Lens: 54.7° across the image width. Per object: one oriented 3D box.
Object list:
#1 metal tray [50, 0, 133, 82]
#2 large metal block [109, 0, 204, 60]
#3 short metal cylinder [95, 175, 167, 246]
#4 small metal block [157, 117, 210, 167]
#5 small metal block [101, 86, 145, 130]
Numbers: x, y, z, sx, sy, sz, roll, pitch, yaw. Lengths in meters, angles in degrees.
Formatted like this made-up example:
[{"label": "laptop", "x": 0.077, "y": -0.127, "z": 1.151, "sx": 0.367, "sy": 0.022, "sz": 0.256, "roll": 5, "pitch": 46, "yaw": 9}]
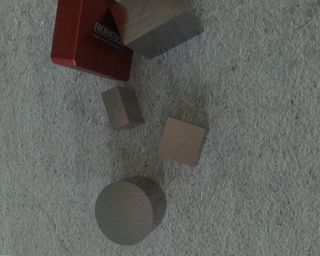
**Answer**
[{"label": "metal tray", "x": -0.073, "y": -0.111, "z": 0.379, "sx": 0.030, "sy": 0.130, "sz": 0.089, "roll": 10, "pitch": 94, "yaw": 20}, {"label": "large metal block", "x": -0.001, "y": -0.132, "z": 0.380, "sx": 0.080, "sy": 0.080, "sz": 0.050, "roll": -24, "pitch": 82, "yaw": 18}, {"label": "short metal cylinder", "x": -0.037, "y": 0.106, "z": 0.409, "sx": 0.080, "sy": 0.050, "sz": 0.079, "roll": 0, "pitch": 90, "yaw": 20}, {"label": "small metal block", "x": 0.030, "y": 0.017, "z": 0.398, "sx": 0.050, "sy": 0.025, "sz": 0.050, "roll": 19, "pitch": 96, "yaw": 19}, {"label": "small metal block", "x": -0.048, "y": -0.025, "z": 0.413, "sx": 0.025, "sy": 0.050, "sz": 0.050, "roll": -21, "pitch": 83, "yaw": 19}]
